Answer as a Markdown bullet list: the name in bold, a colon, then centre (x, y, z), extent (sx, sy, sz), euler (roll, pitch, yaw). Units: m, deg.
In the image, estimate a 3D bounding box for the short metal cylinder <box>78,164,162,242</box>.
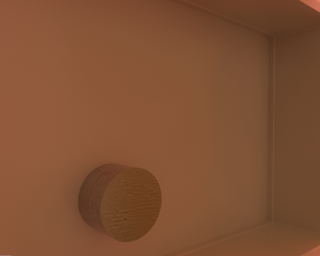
- **short metal cylinder**: centre (-0.045, 0.083, 0.354), extent (0.081, 0.050, 0.079), euler (0, 90, -40)
